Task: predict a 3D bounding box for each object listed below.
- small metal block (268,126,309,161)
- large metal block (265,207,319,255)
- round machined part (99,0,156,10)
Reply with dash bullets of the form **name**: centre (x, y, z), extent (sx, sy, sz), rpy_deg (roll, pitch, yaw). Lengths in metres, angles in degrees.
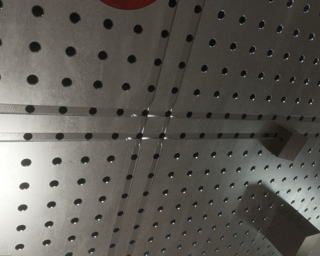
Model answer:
- **small metal block**: centre (0.232, 0.029, 0.559), extent (0.050, 0.025, 0.050), rpy_deg (14, 111, -35)
- **large metal block**: centre (0.292, 0.236, 0.686), extent (0.050, 0.080, 0.079), rpy_deg (-1, 119, -28)
- **round machined part**: centre (-0.035, -0.162, 0.282), extent (0.099, 0.042, 0.097), rpy_deg (-14, 125, -21)
